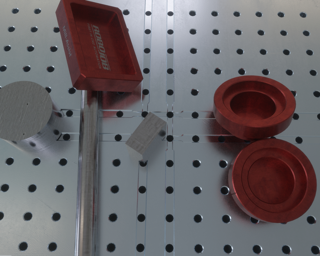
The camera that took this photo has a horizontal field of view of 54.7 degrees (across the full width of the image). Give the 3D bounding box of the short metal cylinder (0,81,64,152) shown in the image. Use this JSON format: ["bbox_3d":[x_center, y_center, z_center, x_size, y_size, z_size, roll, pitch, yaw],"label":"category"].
[{"bbox_3d":[-0.172,-0.014,0.402,0.081,0.050,0.080,0,70,0],"label":"short metal cylinder"}]

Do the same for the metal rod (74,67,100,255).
[{"bbox_3d":[-0.092,0.025,0.401,0.025,0.025,0.299,-2,70,-1],"label":"metal rod"}]

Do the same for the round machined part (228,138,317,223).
[{"bbox_3d":[0.132,0.064,0.377,0.099,0.042,0.098,0,74,-1],"label":"round machined part"}]

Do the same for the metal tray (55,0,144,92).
[{"bbox_3d":[-0.083,-0.114,0.425,0.091,0.030,0.130,-3,66,-38],"label":"metal tray"}]

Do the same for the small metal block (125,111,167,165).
[{"bbox_3d":[-0.017,0.014,0.393,0.025,0.050,0.050,33,73,11],"label":"small metal block"}]

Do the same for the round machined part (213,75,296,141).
[{"bbox_3d":[0.118,-0.022,0.399,0.099,0.042,0.098,-3,46,3],"label":"round machined part"}]
